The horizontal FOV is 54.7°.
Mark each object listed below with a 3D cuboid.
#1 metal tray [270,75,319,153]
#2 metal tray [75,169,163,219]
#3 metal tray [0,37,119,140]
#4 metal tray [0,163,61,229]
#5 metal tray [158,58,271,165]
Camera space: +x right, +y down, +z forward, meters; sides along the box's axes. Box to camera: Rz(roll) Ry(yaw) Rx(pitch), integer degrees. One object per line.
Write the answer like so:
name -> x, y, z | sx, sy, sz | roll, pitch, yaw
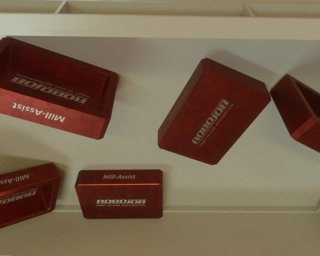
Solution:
metal tray -> 0.199, -0.003, 0.365 | 0.131, 0.090, 0.030 | 24, 126, -19
metal tray -> -0.061, 0.108, 0.497 | 0.131, 0.030, 0.089 | -1, 130, 0
metal tray -> -0.114, -0.043, 0.328 | 0.131, 0.090, 0.030 | 17, 128, -14
metal tray -> -0.216, 0.104, 0.446 | 0.131, 0.030, 0.089 | -12, 140, -38
metal tray -> 0.063, -0.014, 0.394 | 0.091, 0.030, 0.129 | 19, 128, -16
